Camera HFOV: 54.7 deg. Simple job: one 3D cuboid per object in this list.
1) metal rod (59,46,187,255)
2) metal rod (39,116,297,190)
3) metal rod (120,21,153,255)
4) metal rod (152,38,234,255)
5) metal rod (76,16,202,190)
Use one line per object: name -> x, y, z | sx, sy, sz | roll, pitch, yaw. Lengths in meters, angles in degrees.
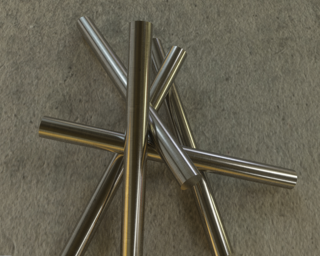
metal rod -> -0.041, 0.028, 0.381 | 0.025, 0.025, 0.299 | 25, 77, 8
metal rod -> 0.015, 0.031, 0.363 | 0.302, 0.025, 0.025 | 13, 70, -7
metal rod -> -0.027, 0.039, 0.333 | 0.025, 0.025, 0.298 | 3, 93, 0
metal rod -> 0.031, 0.011, 0.404 | 0.025, 0.025, 0.299 | -15, 71, -6
metal rod -> -0.041, -0.051, 0.387 | 0.025, 0.025, 0.300 | -28, 58, -10
